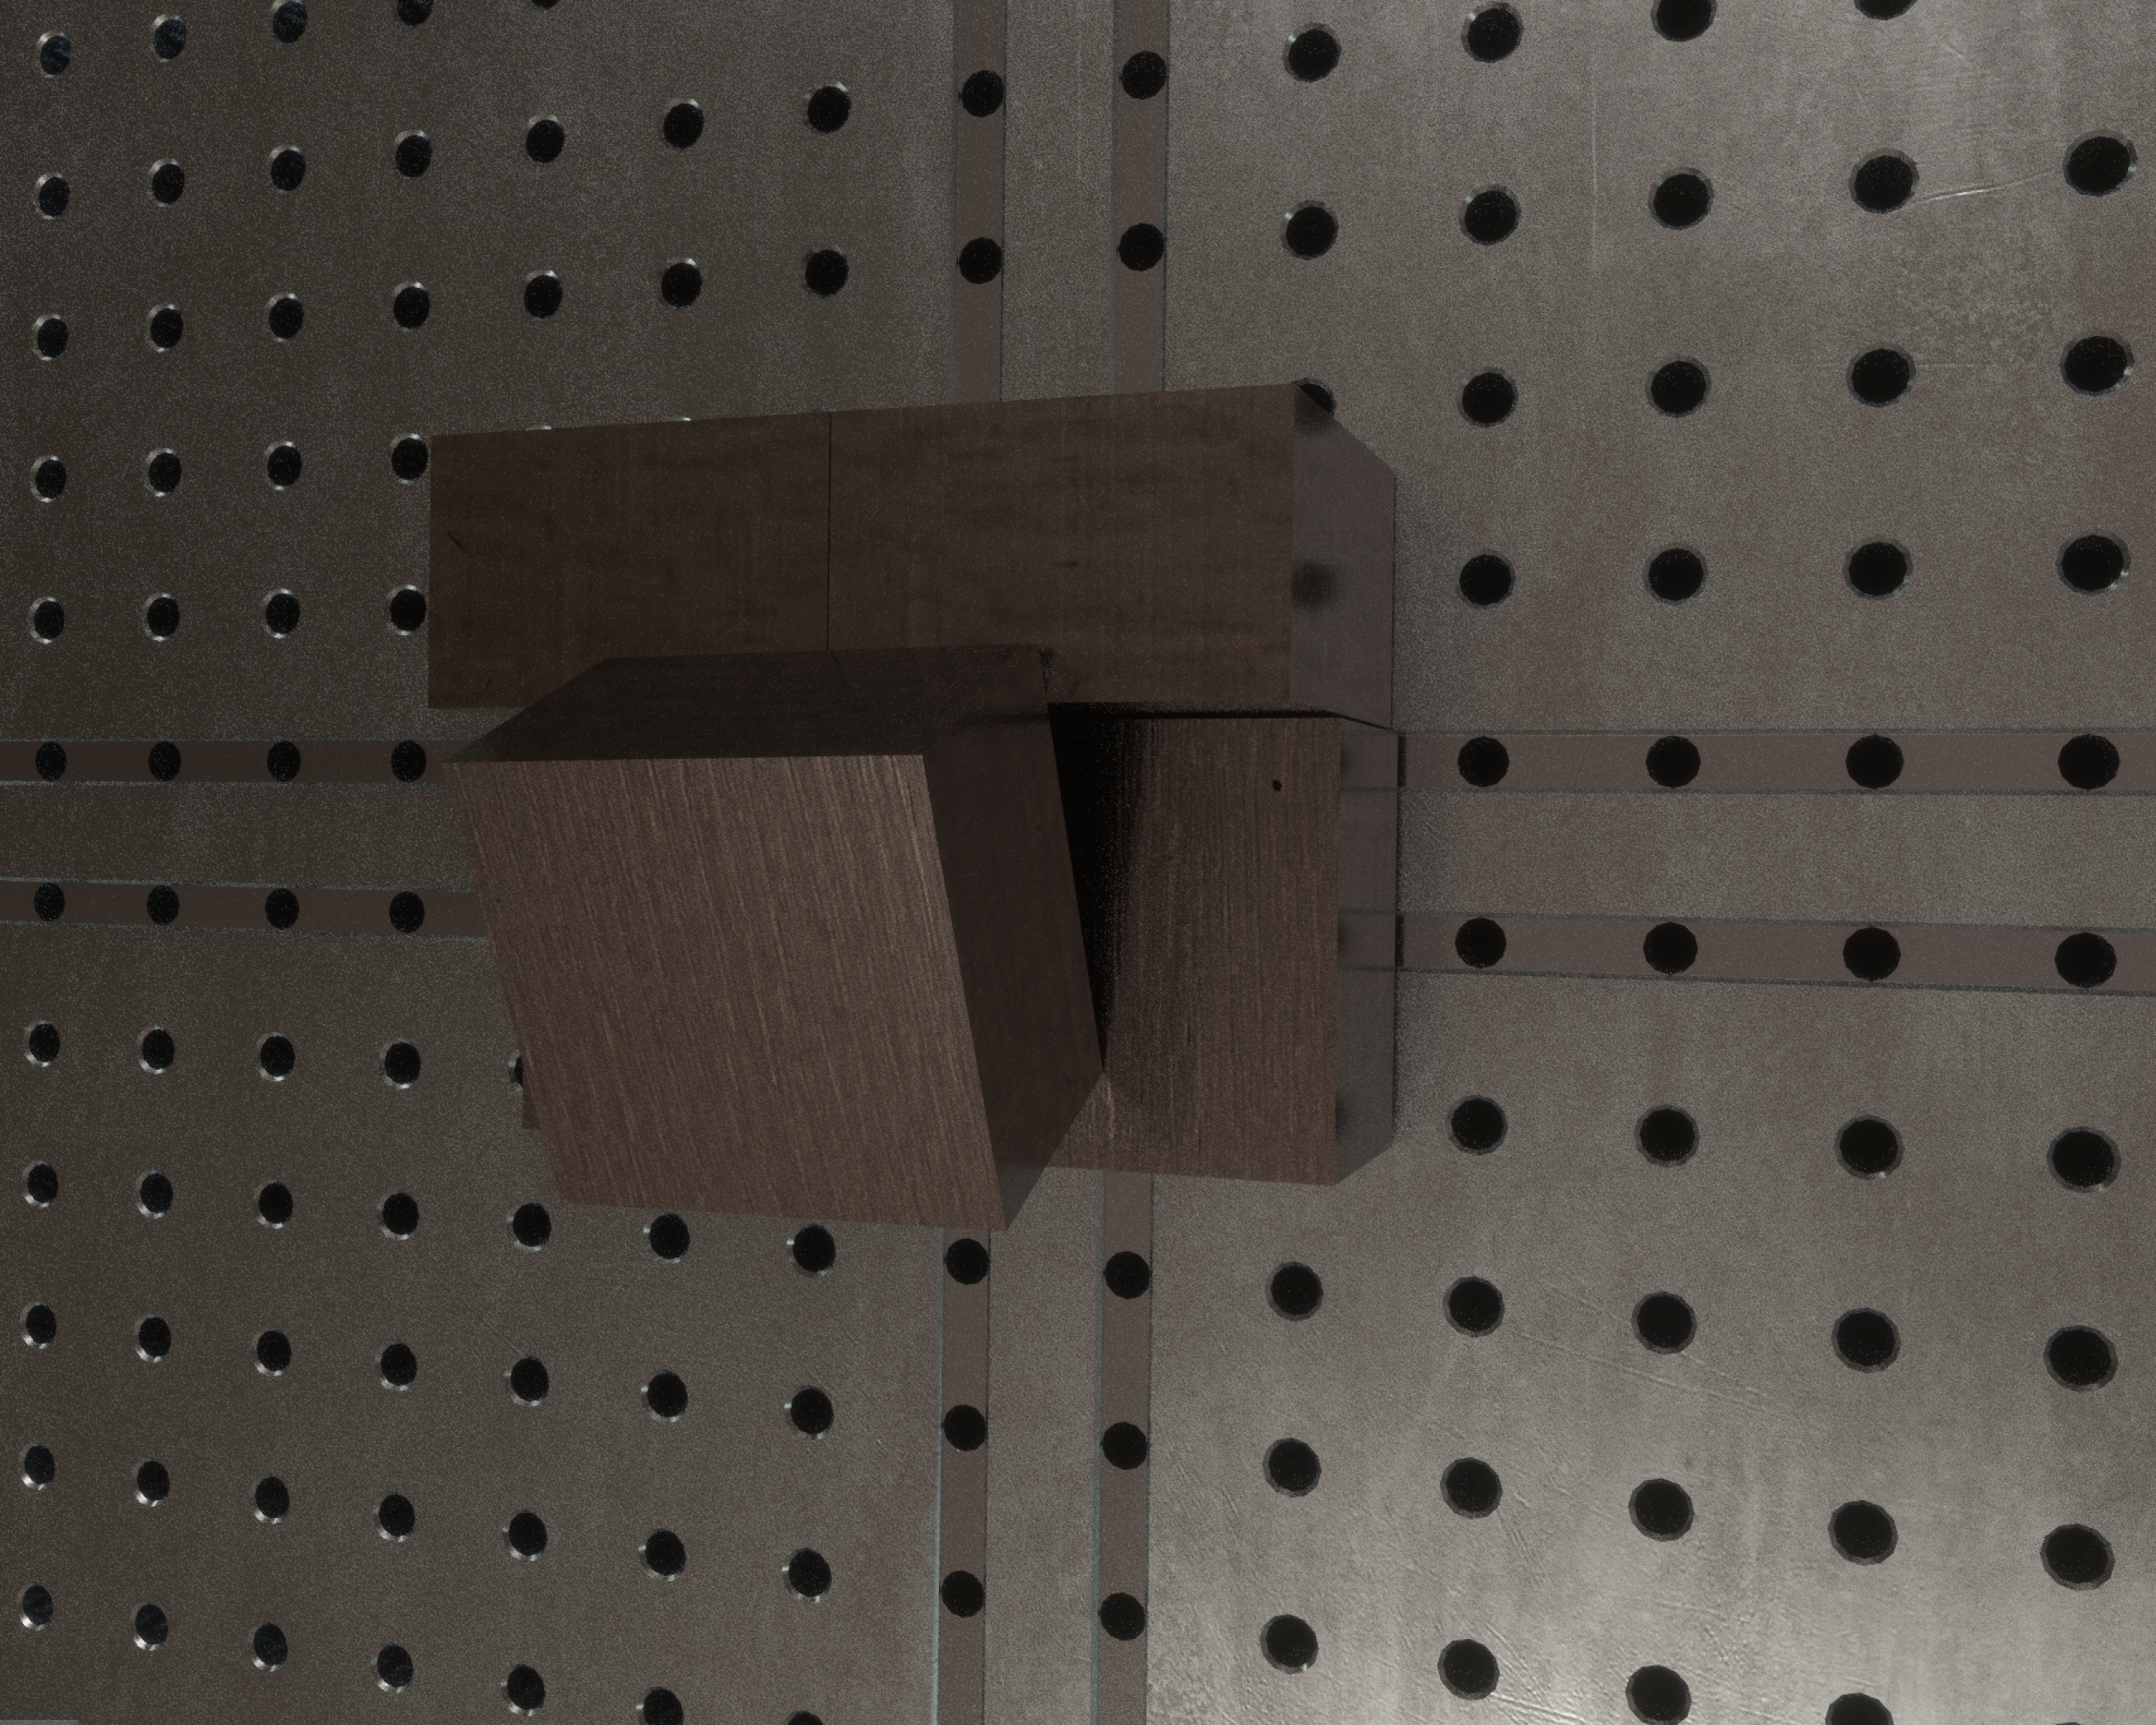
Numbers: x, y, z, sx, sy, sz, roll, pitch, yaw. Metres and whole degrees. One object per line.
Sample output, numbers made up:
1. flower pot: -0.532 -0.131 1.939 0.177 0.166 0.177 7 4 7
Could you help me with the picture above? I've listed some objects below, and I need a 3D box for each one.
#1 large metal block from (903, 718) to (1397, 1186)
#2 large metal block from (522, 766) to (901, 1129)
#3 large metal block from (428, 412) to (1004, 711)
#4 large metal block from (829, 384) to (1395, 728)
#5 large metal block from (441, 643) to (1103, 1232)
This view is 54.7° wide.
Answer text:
1. large metal block: 0.015 0.014 0.391 0.080 0.050 0.079 1 90 19
2. large metal block: -0.062 0.013 0.418 0.080 0.050 0.079 1 90 19
3. large metal block: -0.067 -0.052 0.405 0.080 0.080 0.050 1 91 19
4. large metal block: 0.009 -0.051 0.378 0.080 0.080 0.050 1 91 19
5. large metal block: -0.047 0.011 0.344 0.080 0.050 0.079 0 114 19
